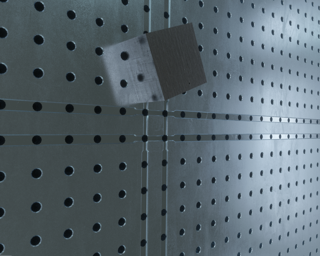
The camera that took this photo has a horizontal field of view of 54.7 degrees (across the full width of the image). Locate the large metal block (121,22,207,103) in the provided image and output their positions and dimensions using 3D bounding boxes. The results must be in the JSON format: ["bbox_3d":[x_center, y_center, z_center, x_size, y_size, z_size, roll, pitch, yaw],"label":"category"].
[{"bbox_3d":[0.007,-0.084,0.401,0.081,0.050,0.080,-27,107,-37],"label":"large metal block"}]
